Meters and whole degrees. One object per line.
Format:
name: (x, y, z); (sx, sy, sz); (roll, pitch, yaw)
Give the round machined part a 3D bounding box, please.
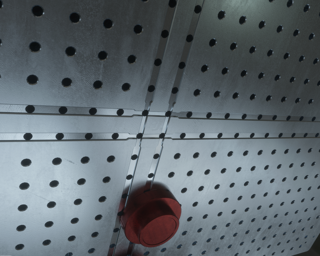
round machined part: (-0.009, 0.149, 0.489); (0.099, 0.042, 0.097); (-14, 124, -21)
